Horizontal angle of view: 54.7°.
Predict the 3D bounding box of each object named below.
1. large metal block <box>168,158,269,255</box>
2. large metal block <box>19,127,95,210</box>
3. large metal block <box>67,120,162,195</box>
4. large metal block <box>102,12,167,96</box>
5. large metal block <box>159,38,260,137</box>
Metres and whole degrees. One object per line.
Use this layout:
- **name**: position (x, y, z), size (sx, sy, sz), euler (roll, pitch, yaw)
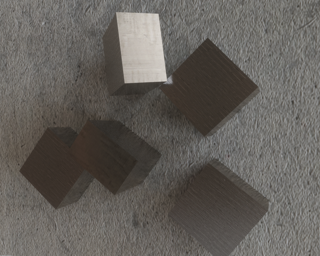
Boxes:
- **large metal block**: position (0.071, 0.095, 0.371), size (0.080, 0.050, 0.080), euler (39, 102, 15)
- **large metal block**: position (-0.138, 0.055, 0.445), size (0.080, 0.050, 0.080), euler (40, 103, 15)
- **large metal block**: position (-0.055, 0.034, 0.399), size (0.080, 0.080, 0.050), euler (37, 102, 16)
- **large metal block**: position (-0.034, -0.087, 0.385), size (0.050, 0.080, 0.080), euler (-6, 87, -22)
- **large metal block**: position (0.061, -0.046, 0.374), size (0.080, 0.050, 0.080), euler (-45, 76, 14)
